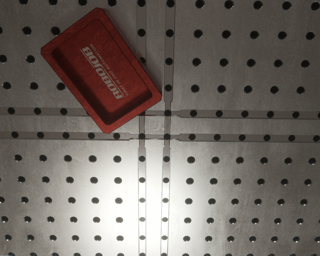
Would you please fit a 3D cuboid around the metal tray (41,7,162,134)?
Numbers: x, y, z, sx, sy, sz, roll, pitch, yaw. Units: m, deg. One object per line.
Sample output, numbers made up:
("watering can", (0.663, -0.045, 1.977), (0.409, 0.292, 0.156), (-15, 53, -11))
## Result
("metal tray", (-0.068, -0.068, 0.384), (0.090, 0.030, 0.130), (-32, 107, 11))
